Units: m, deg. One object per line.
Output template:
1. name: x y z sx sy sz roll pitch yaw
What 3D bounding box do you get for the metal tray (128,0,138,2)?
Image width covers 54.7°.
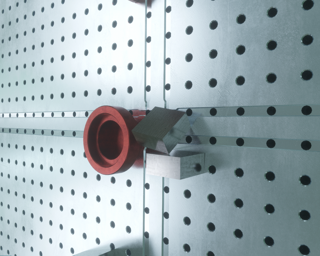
1. metal tray: -0.047 -0.258 0.442 0.090 0.030 0.130 -43 64 31

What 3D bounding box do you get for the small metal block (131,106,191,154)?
1. small metal block: 0.002 0.001 0.387 0.050 0.050 0.025 14 139 39

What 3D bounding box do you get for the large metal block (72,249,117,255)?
1. large metal block: -0.119 0.223 0.469 0.080 0.081 0.050 -21 77 38

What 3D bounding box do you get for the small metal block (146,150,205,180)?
1. small metal block: 0.019 0.043 0.375 0.050 0.050 0.025 3 94 39

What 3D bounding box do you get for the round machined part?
1. round machined part: -0.064 0.017 0.449 0.098 0.042 0.097 0 90 39
